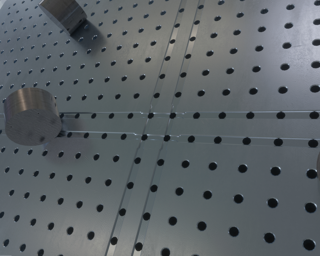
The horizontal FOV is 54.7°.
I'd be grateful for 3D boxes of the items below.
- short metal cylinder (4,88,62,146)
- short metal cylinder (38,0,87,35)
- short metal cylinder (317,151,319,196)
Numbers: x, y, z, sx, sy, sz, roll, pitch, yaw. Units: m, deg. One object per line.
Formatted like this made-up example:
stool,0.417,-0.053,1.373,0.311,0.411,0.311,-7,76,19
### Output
short metal cylinder,-0.201,-0.017,0.489,0.080,0.080,0.050,-33,52,7
short metal cylinder,-0.193,-0.232,0.617,0.050,0.080,0.080,-48,51,-5
short metal cylinder,0.182,0.044,0.269,0.080,0.050,0.080,-13,56,21
